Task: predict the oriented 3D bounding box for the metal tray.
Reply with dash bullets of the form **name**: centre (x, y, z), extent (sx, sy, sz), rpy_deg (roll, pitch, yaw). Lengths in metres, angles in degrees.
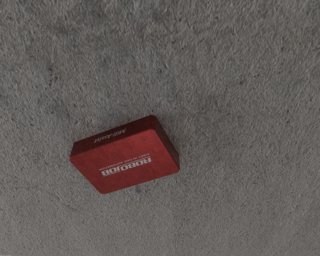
- **metal tray**: centre (-0.048, 0.042, 0.439), extent (0.130, 0.030, 0.090), rpy_deg (-19, 128, 15)
